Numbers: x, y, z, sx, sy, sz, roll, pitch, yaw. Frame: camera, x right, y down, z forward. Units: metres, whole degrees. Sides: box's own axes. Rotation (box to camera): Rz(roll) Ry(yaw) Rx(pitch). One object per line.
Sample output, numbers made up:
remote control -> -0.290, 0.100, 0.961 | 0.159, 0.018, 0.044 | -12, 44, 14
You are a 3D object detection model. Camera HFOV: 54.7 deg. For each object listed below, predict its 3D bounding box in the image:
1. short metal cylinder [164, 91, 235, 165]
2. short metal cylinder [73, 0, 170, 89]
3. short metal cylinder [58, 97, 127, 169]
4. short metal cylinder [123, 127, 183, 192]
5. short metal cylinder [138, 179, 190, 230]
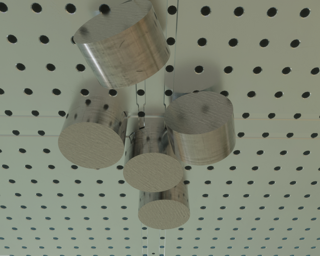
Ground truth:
short metal cylinder -> 0.049, -0.001, 0.376 | 0.080, 0.080, 0.050 | -9, 130, 7
short metal cylinder -> -0.036, -0.083, 0.304 | 0.080, 0.080, 0.050 | -16, 128, 13
short metal cylinder -> -0.085, 0.007, 0.400 | 0.081, 0.050, 0.079 | 0, 130, 0
short metal cylinder -> -0.009, 0.045, 0.434 | 0.081, 0.050, 0.079 | 0, 130, 0
short metal cylinder -> 0.006, 0.119, 0.497 | 0.081, 0.050, 0.079 | 0, 130, 0
